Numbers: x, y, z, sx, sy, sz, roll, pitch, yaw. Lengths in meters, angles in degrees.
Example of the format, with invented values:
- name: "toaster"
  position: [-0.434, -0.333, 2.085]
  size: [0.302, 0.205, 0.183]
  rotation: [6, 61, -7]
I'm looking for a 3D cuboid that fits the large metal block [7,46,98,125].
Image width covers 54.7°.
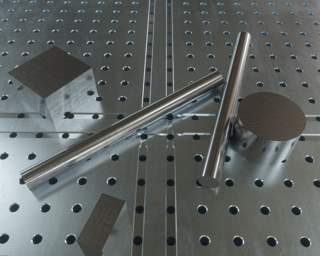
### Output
- name: "large metal block"
  position: [-0.151, -0.064, 0.444]
  size: [0.080, 0.050, 0.080]
  rotation: [32, 57, 24]

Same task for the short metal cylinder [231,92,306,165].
- name: "short metal cylinder"
  position: [0.134, 0.000, 0.392]
  size: [0.081, 0.050, 0.080]
  rotation: [0, 50, 0]

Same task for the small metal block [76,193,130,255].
- name: "small metal block"
  position: [-0.054, 0.101, 0.306]
  size: [0.025, 0.050, 0.050]
  rotation: [16, 52, 13]

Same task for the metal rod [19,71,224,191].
- name: "metal rod"
  position: [-0.033, -0.007, 0.413]
  size: [0.302, 0.025, 0.025]
  rotation: [-29, 56, -23]

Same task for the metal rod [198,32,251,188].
- name: "metal rod"
  position: [0.101, -0.047, 0.447]
  size: [0.025, 0.025, 0.300]
  rotation: [14, 51, 11]
